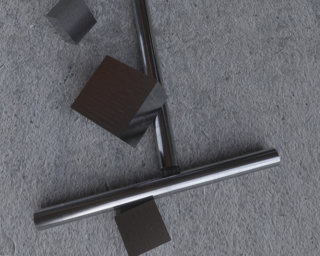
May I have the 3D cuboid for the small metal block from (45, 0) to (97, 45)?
[{"bbox_3d":[-0.127,-0.158,0.448,0.025,0.050,0.050,23,70,33],"label":"small metal block"}]

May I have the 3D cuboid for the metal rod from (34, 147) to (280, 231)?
[{"bbox_3d":[0.001,0.073,0.381,0.302,0.025,0.025,-14,71,-6],"label":"metal rod"}]

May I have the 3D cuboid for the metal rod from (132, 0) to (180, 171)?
[{"bbox_3d":[-0.012,-0.088,0.440,0.025,0.025,0.299,-9,70,-4],"label":"metal rod"}]

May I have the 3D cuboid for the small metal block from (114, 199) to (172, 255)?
[{"bbox_3d":[-0.020,0.119,0.365,0.050,0.025,0.050,-22,72,-8],"label":"small metal block"}]

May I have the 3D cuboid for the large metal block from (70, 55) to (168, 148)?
[{"bbox_3d":[-0.049,-0.033,0.391,0.080,0.050,0.080,30,83,22],"label":"large metal block"}]
